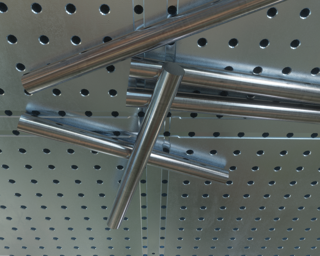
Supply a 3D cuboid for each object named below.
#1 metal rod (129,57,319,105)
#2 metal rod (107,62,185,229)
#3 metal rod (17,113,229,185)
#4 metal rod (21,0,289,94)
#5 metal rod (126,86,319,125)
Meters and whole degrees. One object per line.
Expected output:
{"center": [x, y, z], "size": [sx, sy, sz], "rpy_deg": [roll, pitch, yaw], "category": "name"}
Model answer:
{"center": [0.115, -0.051, 0.369], "size": [0.302, 0.025, 0.025], "rpy_deg": [7, 130, -7], "category": "metal rod"}
{"center": [-0.030, 0.046, 0.416], "size": [0.025, 0.025, 0.298], "rpy_deg": [13, 129, -12], "category": "metal rod"}
{"center": [-0.041, 0.033, 0.439], "size": [0.302, 0.025, 0.025], "rpy_deg": [17, 128, -14], "category": "metal rod"}
{"center": [-0.014, -0.094, 0.330], "size": [0.301, 0.025, 0.025], "rpy_deg": [-17, 128, 13], "category": "metal rod"}
{"center": [0.109, -0.025, 0.391], "size": [0.302, 0.025, 0.025], "rpy_deg": [5, 130, -5], "category": "metal rod"}
